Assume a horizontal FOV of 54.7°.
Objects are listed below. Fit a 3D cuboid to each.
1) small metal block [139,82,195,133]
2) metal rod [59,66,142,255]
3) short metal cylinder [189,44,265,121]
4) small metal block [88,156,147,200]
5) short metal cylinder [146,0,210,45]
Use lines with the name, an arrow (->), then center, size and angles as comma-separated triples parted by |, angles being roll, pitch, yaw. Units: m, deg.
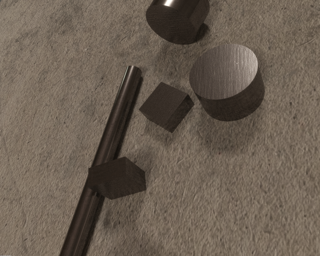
small metal block -> 0.009, -0.028, 0.415 | 0.050, 0.025, 0.050 | 31, 78, 37
metal rod -> -0.076, 0.043, 0.415 | 0.025, 0.025, 0.300 | 1, 62, 28
short metal cylinder -> 0.082, -0.055, 0.378 | 0.080, 0.050, 0.080 | -13, 56, 20
small metal block -> -0.051, 0.062, 0.375 | 0.050, 0.050, 0.025 | -19, 55, 17
short metal cylinder -> 0.026, -0.170, 0.458 | 0.080, 0.080, 0.050 | 16, 70, 34
